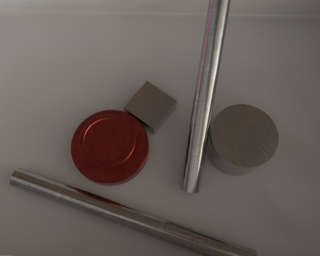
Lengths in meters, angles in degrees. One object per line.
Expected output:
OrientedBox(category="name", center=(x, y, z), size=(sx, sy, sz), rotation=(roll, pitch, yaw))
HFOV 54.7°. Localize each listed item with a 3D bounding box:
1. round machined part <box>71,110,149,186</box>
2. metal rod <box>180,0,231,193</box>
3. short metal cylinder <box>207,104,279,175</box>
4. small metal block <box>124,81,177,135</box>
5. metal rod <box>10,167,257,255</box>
OrientedBox(category="round machined part", center=(-0.064, 0.021, 0.392), size=(0.099, 0.042, 0.098), rotation=(0, 70, -1))
OrientedBox(category="metal rod", center=(0.059, -0.070, 0.373), size=(0.025, 0.025, 0.298), rotation=(9, 94, 3))
OrientedBox(category="short metal cylinder", center=(0.101, 0.016, 0.392), size=(0.081, 0.050, 0.080), rotation=(0, 70, 0))
OrientedBox(category="small metal block", center=(-0.013, -0.027, 0.419), size=(0.050, 0.025, 0.050), rotation=(35, 73, 11))
OrientedBox(category="metal rod", center=(-0.036, 0.107, 0.370), size=(0.301, 0.025, 0.025), rotation=(18, 71, 6))
